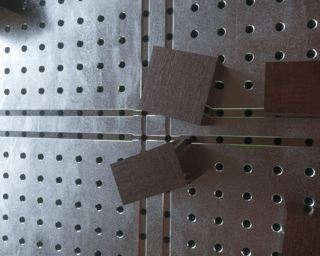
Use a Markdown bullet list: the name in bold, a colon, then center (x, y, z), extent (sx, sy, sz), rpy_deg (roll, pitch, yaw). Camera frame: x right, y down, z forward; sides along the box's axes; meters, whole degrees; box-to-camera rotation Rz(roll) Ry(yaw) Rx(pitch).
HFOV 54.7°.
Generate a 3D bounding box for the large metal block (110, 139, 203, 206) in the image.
- **large metal block**: center (-0.001, 0.052, 0.383), extent (0.080, 0.080, 0.050), rpy_deg (-21, 83, 18)

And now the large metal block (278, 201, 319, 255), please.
- **large metal block**: center (0.175, 0.133, 0.338), extent (0.080, 0.050, 0.079), rpy_deg (7, 93, 19)

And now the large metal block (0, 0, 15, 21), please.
- **large metal block**: center (-0.296, -0.213, 0.501), extent (0.080, 0.050, 0.080), rpy_deg (-21, 83, 18)

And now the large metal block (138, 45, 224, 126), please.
- **large metal block**: center (0.028, -0.051, 0.389), extent (0.080, 0.050, 0.079), rpy_deg (16, 95, 19)

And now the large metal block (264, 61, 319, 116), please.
- **large metal block**: center (0.154, -0.039, 0.329), extent (0.080, 0.080, 0.050), rpy_deg (2, 91, 19)
